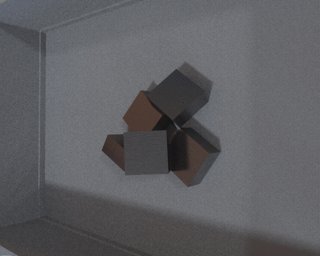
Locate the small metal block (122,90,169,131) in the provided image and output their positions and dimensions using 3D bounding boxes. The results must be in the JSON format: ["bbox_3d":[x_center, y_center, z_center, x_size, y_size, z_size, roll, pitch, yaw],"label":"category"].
[{"bbox_3d":[-0.016,-0.015,0.415,0.050,0.025,0.050,51,120,27],"label":"small metal block"}]

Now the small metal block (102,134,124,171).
[{"bbox_3d":[-0.041,0.032,0.419,0.050,0.050,0.025,36,112,34],"label":"small metal block"}]

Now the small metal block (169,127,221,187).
[{"bbox_3d":[0.036,0.034,0.373,0.050,0.025,0.050,42,115,31],"label":"small metal block"}]

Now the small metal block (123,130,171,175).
[{"bbox_3d":[-0.015,0.029,0.368,0.050,0.025,0.050,-3,87,7],"label":"small metal block"}]

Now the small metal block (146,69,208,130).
[{"bbox_3d":[0.020,-0.035,0.372,0.050,0.025,0.050,-42,60,-6],"label":"small metal block"}]
